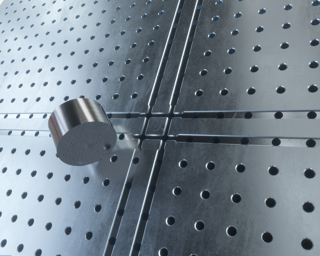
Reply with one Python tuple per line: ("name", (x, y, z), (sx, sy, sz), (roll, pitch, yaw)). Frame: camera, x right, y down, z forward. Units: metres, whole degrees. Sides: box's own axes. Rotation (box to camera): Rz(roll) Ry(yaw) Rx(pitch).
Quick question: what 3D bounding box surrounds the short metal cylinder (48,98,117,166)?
("short metal cylinder", (-0.106, 0.006, 0.423), (0.080, 0.080, 0.050), (-37, 51, 3))
